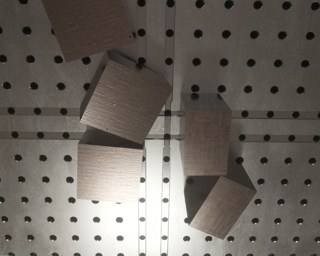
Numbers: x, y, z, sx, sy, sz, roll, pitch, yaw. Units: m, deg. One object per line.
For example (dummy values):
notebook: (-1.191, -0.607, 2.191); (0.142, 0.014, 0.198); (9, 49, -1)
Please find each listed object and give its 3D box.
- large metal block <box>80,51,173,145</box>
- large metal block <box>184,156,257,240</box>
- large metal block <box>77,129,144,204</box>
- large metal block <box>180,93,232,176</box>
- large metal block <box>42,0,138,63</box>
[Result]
large metal block: (-0.043, -0.037, 0.377); (0.080, 0.050, 0.080); (22, 109, -23)
large metal block: (0.076, 0.086, 0.417); (0.050, 0.080, 0.080); (25, 108, -9)
large metal block: (-0.065, 0.051, 0.418); (0.081, 0.050, 0.079); (6, 110, -3)
large metal block: (0.053, 0.005, 0.387); (0.050, 0.080, 0.079); (0, 110, 0)
large metal block: (-0.077, -0.127, 0.352); (0.080, 0.050, 0.080); (-16, 110, 5)
